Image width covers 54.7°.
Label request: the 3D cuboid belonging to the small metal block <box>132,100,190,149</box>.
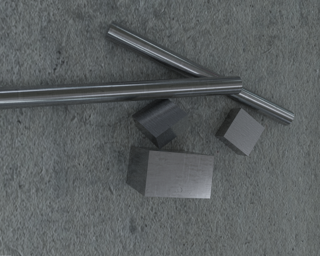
[{"bbox_3d":[0.001,-0.009,0.395,0.050,0.050,0.025,-36,144,-17],"label":"small metal block"}]

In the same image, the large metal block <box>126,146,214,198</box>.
[{"bbox_3d":[0.010,0.053,0.385,0.081,0.080,0.050,7,88,-20],"label":"large metal block"}]

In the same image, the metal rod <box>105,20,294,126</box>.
[{"bbox_3d":[0.068,-0.069,0.435,0.302,0.025,0.025,22,83,-19],"label":"metal rod"}]

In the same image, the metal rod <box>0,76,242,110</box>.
[{"bbox_3d":[-0.040,-0.045,0.380,0.302,0.025,0.025,-5,92,-15],"label":"metal rod"}]

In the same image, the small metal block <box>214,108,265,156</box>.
[{"bbox_3d":[0.117,0.006,0.454,0.050,0.025,0.050,37,78,-17],"label":"small metal block"}]
